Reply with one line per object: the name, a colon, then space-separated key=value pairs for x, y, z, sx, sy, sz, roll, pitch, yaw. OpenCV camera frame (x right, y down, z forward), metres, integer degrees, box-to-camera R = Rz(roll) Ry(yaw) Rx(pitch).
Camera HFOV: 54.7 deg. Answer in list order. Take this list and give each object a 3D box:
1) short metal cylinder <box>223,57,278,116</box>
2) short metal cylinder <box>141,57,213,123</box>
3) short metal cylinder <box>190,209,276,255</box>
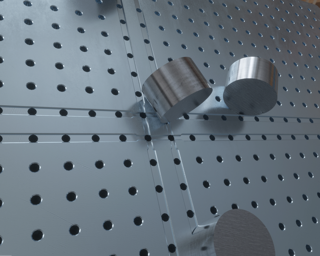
short metal cylinder: x=0.144 y=-0.065 z=0.489 sx=0.080 sy=0.080 sz=0.050 roll=27 pitch=52 yaw=-11
short metal cylinder: x=0.023 y=-0.050 z=0.415 sx=0.081 sy=0.080 sz=0.050 roll=-22 pitch=74 yaw=-36
short metal cylinder: x=0.081 y=0.138 z=0.351 sx=0.081 sy=0.050 sz=0.080 roll=14 pitch=56 yaw=-21
